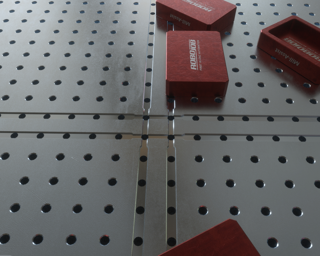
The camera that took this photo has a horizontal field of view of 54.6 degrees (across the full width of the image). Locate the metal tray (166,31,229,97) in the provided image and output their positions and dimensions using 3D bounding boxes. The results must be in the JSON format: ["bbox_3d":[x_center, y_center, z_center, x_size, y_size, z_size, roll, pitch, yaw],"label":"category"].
[{"bbox_3d":[0.055,-0.106,0.494,0.090,0.030,0.130,1,50,1],"label":"metal tray"}]

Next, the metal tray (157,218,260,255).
[{"bbox_3d":[0.063,0.158,0.272,0.091,0.030,0.130,-21,53,-17],"label":"metal tray"}]

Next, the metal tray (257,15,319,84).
[{"bbox_3d":[0.242,-0.135,0.518,0.091,0.030,0.130,-29,56,-22],"label":"metal tray"}]

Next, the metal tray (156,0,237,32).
[{"bbox_3d":[0.067,-0.225,0.594,0.130,0.030,0.090,35,58,25],"label":"metal tray"}]
